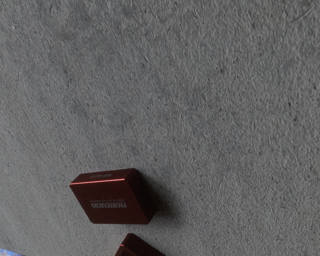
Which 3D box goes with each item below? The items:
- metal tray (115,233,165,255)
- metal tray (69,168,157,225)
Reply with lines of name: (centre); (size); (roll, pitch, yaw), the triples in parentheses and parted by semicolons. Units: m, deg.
metal tray: (-0.046, 0.266, 0.592); (0.090, 0.030, 0.129); (31, 129, 7)
metal tray: (-0.079, 0.117, 0.518); (0.130, 0.030, 0.090); (-11, 113, 32)
